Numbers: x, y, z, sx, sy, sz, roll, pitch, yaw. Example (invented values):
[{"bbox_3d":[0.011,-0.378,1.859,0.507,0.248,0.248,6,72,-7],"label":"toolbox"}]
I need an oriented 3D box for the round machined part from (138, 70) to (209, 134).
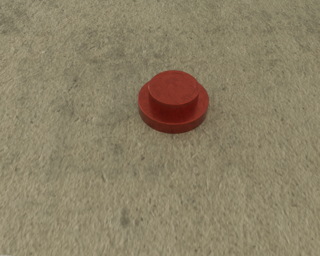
[{"bbox_3d":[0.019,-0.043,0.428,0.099,0.042,0.098,0,50,0],"label":"round machined part"}]
